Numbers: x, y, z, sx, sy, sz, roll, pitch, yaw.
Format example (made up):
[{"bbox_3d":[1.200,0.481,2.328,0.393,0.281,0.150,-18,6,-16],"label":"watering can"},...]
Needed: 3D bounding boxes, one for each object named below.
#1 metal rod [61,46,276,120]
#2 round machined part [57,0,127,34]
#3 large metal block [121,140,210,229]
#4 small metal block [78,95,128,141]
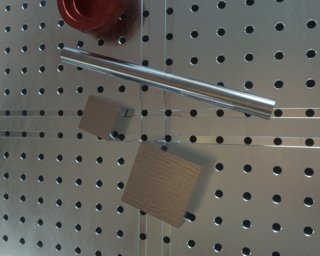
[{"bbox_3d":[-0.003,-0.065,0.412,0.301,0.025,0.025,18,96,18],"label":"metal rod"},{"bbox_3d":[-0.091,-0.180,0.434,0.098,0.042,0.097,0,90,19],"label":"round machined part"},{"bbox_3d":[0.008,0.068,0.396,0.080,0.050,0.080,21,97,18],"label":"large metal block"},{"bbox_3d":[-0.081,-0.014,0.440,0.050,0.025,0.050,23,97,18],"label":"small metal block"}]
